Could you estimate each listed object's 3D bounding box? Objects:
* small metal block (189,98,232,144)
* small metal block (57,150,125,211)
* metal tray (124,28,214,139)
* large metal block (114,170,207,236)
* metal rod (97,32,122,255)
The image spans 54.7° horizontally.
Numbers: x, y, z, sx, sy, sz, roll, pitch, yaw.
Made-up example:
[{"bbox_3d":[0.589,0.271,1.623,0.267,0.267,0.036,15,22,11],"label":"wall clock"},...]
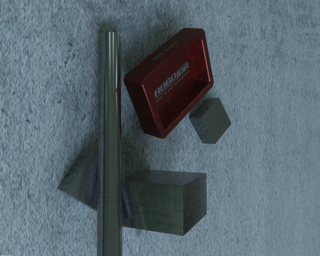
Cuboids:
[{"bbox_3d":[0.078,-0.011,0.472,0.050,0.025,0.050,-46,118,-30],"label":"small metal block"},{"bbox_3d":[-0.075,0.059,0.344,0.050,0.025,0.050,44,64,-32],"label":"small metal block"},{"bbox_3d":[0.019,-0.060,0.400,0.131,0.030,0.090,-46,135,-31],"label":"metal tray"},{"bbox_3d":[0.003,0.081,0.357,0.080,0.080,0.050,-2,92,-65],"label":"large metal block"},{"bbox_3d":[-0.053,0.041,0.327,0.025,0.025,0.299,8,74,-40],"label":"metal rod"}]
